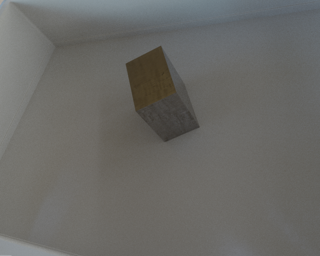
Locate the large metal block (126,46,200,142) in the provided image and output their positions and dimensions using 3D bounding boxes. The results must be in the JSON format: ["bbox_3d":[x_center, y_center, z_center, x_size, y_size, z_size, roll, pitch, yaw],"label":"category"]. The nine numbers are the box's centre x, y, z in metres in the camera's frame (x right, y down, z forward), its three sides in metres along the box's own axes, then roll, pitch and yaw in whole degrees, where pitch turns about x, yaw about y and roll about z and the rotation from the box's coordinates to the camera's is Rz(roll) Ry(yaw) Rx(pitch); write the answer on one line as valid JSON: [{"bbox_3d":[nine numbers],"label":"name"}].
[{"bbox_3d":[0.004,-0.041,0.392,0.050,0.080,0.080,-24,53,13],"label":"large metal block"}]
